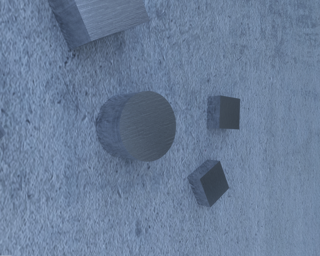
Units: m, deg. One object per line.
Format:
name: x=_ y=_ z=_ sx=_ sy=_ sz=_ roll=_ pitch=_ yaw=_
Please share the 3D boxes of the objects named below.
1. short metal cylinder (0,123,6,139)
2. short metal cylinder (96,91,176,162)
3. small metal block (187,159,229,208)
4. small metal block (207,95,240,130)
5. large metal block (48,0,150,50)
short metal cylinder: x=-0.167 y=-0.001 z=0.229 sx=0.081 sy=0.080 sz=0.050 roll=-34 pitch=111 yaw=-35
short metal cylinder: x=-0.028 y=-0.002 z=0.367 sx=0.081 sy=0.050 sz=0.079 roll=0 pitch=90 yaw=-40
small metal block: x=0.074 y=0.083 z=0.470 sx=0.050 sy=0.025 sz=0.050 roll=-34 pitch=112 yaw=-35
small metal block: x=0.101 y=-0.024 z=0.493 sx=0.050 sy=0.025 sz=0.050 roll=3 pitch=88 yaw=-40
large metal block: x=-0.069 y=-0.138 z=0.332 sx=0.081 sy=0.050 sz=0.080 roll=-33 pitch=111 yaw=-35
